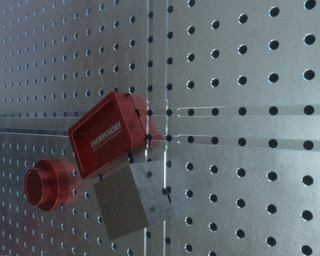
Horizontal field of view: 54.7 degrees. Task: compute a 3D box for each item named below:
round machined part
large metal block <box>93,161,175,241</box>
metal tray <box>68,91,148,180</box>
[{"bbox_3d":[-0.218,0.107,0.578,0.098,0.042,0.097,0,90,40],"label":"round machined part"},{"bbox_3d":[-0.037,0.099,0.424,0.080,0.050,0.080,-32,70,35],"label":"large metal block"},{"bbox_3d":[-0.085,0.014,0.476,0.130,0.030,0.090,-34,69,35],"label":"metal tray"}]
